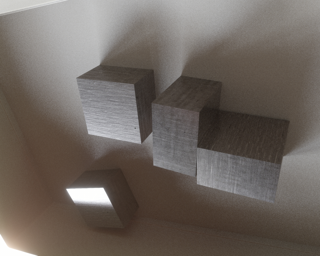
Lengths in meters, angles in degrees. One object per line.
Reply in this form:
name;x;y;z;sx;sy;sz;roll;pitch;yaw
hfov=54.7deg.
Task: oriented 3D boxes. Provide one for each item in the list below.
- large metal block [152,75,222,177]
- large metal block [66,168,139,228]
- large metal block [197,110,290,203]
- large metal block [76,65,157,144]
large metal block;0.032;-0.005;0.353;0.050;0.080;0.079;13;124;21
large metal block;-0.093;0.116;0.514;0.080;0.050;0.080;-9;114;32
large metal block;0.092;0.027;0.340;0.080;0.080;0.050;11;126;22
large metal block;-0.052;-0.032;0.400;0.080;0.050;0.079;9;123;23
